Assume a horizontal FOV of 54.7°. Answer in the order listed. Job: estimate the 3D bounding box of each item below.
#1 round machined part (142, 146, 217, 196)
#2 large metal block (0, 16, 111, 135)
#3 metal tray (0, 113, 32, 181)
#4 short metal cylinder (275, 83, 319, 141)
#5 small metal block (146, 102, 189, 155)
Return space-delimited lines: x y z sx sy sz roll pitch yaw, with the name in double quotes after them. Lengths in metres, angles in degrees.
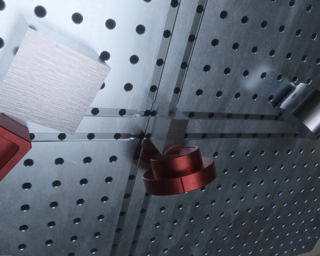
0.024 0.053 0.418 0.099 0.098 0.042 -15 96 -20 "round machined part"
-0.109 -0.049 0.305 0.080 0.050 0.080 23 106 -37 "large metal block"
-0.208 0.011 0.300 0.090 0.030 0.130 -46 129 4 "metal tray"
0.230 -0.025 0.485 0.050 0.080 0.080 -47 129 5 "short metal cylinder"
0.008 0.000 0.399 0.025 0.050 0.050 0 119 -28 "small metal block"
